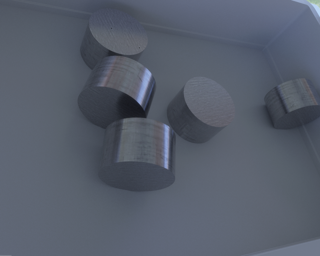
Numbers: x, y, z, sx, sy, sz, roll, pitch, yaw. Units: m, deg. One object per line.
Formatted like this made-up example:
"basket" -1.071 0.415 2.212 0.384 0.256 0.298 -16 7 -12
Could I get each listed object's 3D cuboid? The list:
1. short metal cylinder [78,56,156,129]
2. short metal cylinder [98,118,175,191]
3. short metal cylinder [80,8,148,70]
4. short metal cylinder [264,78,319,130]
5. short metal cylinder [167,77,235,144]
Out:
"short metal cylinder" -0.049 -0.038 0.367 0.080 0.080 0.050 25 53 -13
"short metal cylinder" -0.023 0.031 0.338 0.081 0.080 0.050 15 56 -20
"short metal cylinder" -0.064 -0.116 0.426 0.081 0.050 0.080 14 56 -21
"short metal cylinder" 0.220 -0.038 0.512 0.081 0.080 0.050 2 61 -27
"short metal cylinder" 0.057 -0.025 0.435 0.081 0.050 0.080 14 56 -21
